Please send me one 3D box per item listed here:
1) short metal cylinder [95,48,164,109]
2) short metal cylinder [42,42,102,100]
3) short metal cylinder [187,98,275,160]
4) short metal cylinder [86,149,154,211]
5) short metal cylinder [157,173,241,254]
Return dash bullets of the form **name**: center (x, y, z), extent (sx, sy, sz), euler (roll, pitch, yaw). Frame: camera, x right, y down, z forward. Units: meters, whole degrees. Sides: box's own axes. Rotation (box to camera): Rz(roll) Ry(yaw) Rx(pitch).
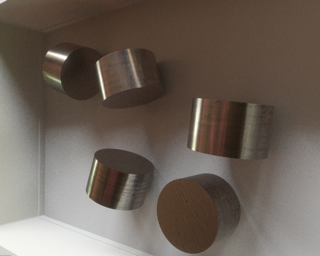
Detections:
- **short metal cylinder**: center (-0.040, -0.061, 0.402), extent (0.080, 0.081, 0.050), euler (-21, 77, 38)
- **short metal cylinder**: center (-0.130, -0.087, 0.475), extent (0.050, 0.081, 0.079), euler (24, 105, 37)
- **short metal cylinder**: center (0.070, -0.001, 0.312), extent (0.080, 0.081, 0.050), euler (10, 97, 39)
- **short metal cylinder**: center (-0.053, 0.066, 0.412), extent (0.080, 0.081, 0.050), euler (26, 107, 36)
- **short metal cylinder**: center (0.043, 0.095, 0.353), extent (0.080, 0.050, 0.079), euler (0, 90, 39)
